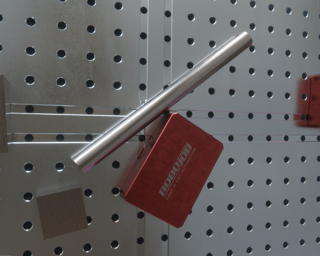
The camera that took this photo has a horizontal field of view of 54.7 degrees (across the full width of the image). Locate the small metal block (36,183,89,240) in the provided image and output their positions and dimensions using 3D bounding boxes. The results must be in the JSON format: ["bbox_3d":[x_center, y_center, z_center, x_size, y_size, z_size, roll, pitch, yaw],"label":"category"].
[{"bbox_3d":[-0.117,0.098,0.370,0.050,0.025,0.050,-10,94,-20],"label":"small metal block"}]

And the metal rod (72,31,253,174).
[{"bbox_3d":[0.014,-0.043,0.418,0.301,0.025,0.025,-38,103,-16],"label":"metal rod"}]

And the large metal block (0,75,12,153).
[{"bbox_3d":[-0.203,-0.012,0.324,0.081,0.050,0.079,-3,91,-20],"label":"large metal block"}]

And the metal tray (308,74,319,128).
[{"bbox_3d":[0.318,-0.040,0.529,0.131,0.030,0.089,5,88,-20],"label":"metal tray"}]

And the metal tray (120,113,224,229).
[{"bbox_3d":[0.018,0.056,0.418,0.090,0.030,0.130,33,79,-17],"label":"metal tray"}]
